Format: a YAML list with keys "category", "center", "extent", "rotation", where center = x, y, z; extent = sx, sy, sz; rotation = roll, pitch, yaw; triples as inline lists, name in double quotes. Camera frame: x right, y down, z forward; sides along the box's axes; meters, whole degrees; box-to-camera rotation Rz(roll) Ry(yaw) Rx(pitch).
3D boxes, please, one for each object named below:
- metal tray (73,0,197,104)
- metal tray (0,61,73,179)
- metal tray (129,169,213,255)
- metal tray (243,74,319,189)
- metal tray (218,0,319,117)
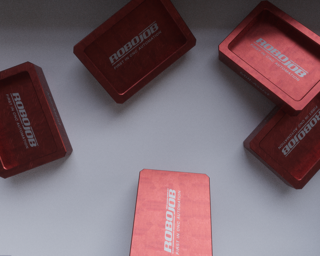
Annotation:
- category: "metal tray"
  center: [-0.031, -0.105, 0.393]
  extent: [0.130, 0.030, 0.090]
  rotation: [-39, 112, 0]
- category: "metal tray"
  center: [-0.182, -0.010, 0.406]
  extent: [0.090, 0.030, 0.129]
  rotation: [-21, 90, -1]
- category: "metal tray"
  center: [0.014, 0.115, 0.372]
  extent: [0.091, 0.030, 0.130]
  rotation: [5, 52, -1]
- category: "metal tray"
  center: [0.188, 0.004, 0.411]
  extent: [0.090, 0.030, 0.130]
  rotation: [42, 90, -1]
- category: "metal tray"
  center: [0.151, -0.089, 0.392]
  extent: [0.130, 0.030, 0.090]
  rotation: [43, 90, 16]
